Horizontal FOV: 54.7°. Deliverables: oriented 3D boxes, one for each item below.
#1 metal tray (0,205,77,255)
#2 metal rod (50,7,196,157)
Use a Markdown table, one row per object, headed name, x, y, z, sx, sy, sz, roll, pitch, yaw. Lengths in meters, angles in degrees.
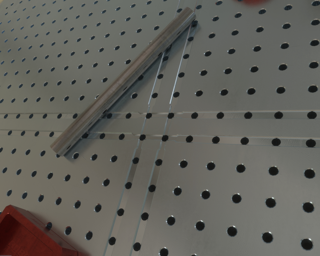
| name | x | y | z | sx | sy | sz | roll | pitch | yaw |
| --- | --- | --- | --- | --- | --- | --- | --- | --- | --- |
| metal tray | -0.176 | 0.166 | 0.393 | 0.130 | 0.030 | 0.090 | 19 | 72 | 35 |
| metal rod | -0.054 | -0.074 | 0.480 | 0.300 | 0.025 | 0.025 | -47 | 52 | -5 |
